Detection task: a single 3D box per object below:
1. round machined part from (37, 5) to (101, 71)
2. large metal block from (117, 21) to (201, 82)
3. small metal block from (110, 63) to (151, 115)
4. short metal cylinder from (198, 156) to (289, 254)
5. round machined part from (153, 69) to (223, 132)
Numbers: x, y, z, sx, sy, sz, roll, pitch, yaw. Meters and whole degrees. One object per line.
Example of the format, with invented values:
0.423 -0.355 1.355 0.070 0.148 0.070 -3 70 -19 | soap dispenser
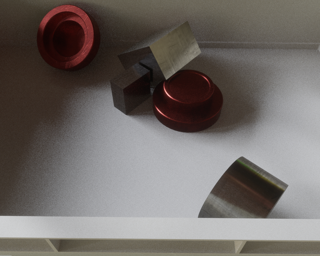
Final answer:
-0.138 -0.137 0.486 0.098 0.042 0.097 0 90 15 | round machined part
-0.001 -0.109 0.456 0.080 0.050 0.080 -42 26 -29 | large metal block
-0.040 -0.055 0.434 0.025 0.050 0.050 35 58 25 | small metal block
0.082 0.075 0.307 0.050 0.080 0.080 34 58 25 | short metal cylinder
0.039 -0.044 0.432 0.099 0.042 0.098 0 50 0 | round machined part
